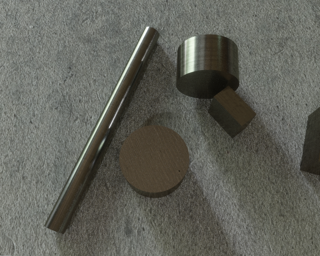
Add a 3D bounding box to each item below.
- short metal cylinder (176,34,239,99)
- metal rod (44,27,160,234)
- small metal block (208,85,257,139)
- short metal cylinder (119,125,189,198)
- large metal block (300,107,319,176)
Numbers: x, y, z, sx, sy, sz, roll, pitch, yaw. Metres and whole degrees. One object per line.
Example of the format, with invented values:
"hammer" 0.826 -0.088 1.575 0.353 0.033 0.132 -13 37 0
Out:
"short metal cylinder" 0.062 -0.078 0.408 0.081 0.080 0.050 3 70 1
"metal rod" -0.068 -0.011 0.411 0.025 0.025 0.300 21 71 7
"small metal block" 0.092 -0.020 0.403 0.025 0.050 0.050 -37 75 -12
"short metal cylinder" -0.007 0.042 0.379 0.081 0.050 0.080 0 70 0
"large metal block" 0.233 0.022 0.390 0.080 0.050 0.080 16 71 5
